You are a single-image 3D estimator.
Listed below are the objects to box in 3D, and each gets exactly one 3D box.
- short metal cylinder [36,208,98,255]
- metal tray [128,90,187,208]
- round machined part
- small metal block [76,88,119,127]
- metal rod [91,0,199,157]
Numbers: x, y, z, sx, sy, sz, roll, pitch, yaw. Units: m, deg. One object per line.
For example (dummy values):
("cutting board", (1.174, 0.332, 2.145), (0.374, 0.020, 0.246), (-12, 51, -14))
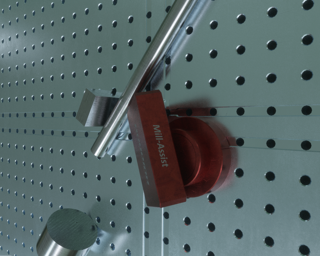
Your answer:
("short metal cylinder", (-0.147, 0.176, 0.492), (0.080, 0.081, 0.050), (45, 117, 30))
("metal tray", (-0.008, 0.029, 0.379), (0.090, 0.030, 0.129), (132, 126, -72))
("round machined part", (0.031, 0.035, 0.372), (0.098, 0.042, 0.097), (0, 89, 39))
("small metal block", (-0.092, -0.030, 0.466), (0.025, 0.050, 0.050), (37, 113, 33))
("metal rod", (-0.022, -0.076, 0.425), (0.025, 0.025, 0.298), (48, 118, 29))
